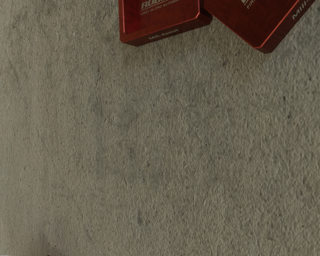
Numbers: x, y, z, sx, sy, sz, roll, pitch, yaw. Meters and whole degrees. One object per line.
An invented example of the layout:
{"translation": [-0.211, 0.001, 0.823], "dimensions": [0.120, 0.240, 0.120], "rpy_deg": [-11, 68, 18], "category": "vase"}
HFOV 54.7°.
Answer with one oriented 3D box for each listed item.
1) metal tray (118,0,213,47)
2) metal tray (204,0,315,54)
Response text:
{"translation": [0.002, -0.165, 0.399], "dimensions": [0.130, 0.030, 0.089], "rpy_deg": [-4, 87, 40], "category": "metal tray"}
{"translation": [0.114, -0.153, 0.307], "dimensions": [0.090, 0.030, 0.129], "rpy_deg": [51, 120, 27], "category": "metal tray"}
